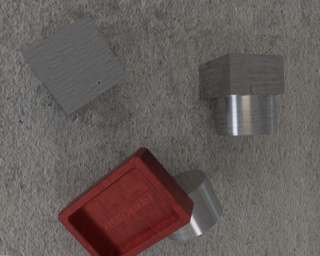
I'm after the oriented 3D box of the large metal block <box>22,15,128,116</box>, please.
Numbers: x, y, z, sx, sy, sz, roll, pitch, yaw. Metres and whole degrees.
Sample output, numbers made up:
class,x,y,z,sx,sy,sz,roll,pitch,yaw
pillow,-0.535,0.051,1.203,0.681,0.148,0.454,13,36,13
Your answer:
class,x,y,z,sx,sy,sz,roll,pitch,yaw
large metal block,-0.098,-0.069,0.360,0.080,0.050,0.080,-37,102,-16

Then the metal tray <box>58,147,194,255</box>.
class,x,y,z,sx,sy,sz,roll,pitch,yaw
metal tray,-0.039,0.094,0.348,0.130,0.030,0.090,-38,95,20

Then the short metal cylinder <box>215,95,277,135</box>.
class,x,y,z,sx,sy,sz,roll,pitch,yaw
short metal cylinder,0.117,-0.017,0.423,0.081,0.080,0.050,-3,92,-20

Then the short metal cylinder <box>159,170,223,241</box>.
class,x,y,z,sx,sy,sz,roll,pitch,yaw
short metal cylinder,0.032,0.095,0.392,0.080,0.080,0.050,-29,100,-18

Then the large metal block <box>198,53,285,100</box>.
class,x,y,z,sx,sy,sz,roll,pitch,yaw
large metal block,0.107,-0.066,0.420,0.081,0.080,0.050,-3,91,-20
